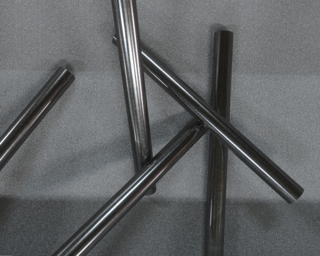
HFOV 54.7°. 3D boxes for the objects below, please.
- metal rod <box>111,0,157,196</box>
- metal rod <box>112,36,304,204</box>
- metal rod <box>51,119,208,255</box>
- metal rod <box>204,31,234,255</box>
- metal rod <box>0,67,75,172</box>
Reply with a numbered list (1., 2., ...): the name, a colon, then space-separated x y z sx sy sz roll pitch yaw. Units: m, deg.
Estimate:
1. metal rod: -0.030 -0.052 0.351 0.025 0.025 0.298 -6 115 0
2. metal rod: 0.054 -0.020 0.390 0.300 0.025 0.025 43 90 8
3. metal rod: -0.044 0.085 0.351 0.025 0.025 0.301 48 65 0
4. metal rod: 0.078 0.023 0.412 0.025 0.025 0.298 3 90 -1
5. metal rod: -0.203 0.047 0.368 0.025 0.025 0.300 34 73 0
